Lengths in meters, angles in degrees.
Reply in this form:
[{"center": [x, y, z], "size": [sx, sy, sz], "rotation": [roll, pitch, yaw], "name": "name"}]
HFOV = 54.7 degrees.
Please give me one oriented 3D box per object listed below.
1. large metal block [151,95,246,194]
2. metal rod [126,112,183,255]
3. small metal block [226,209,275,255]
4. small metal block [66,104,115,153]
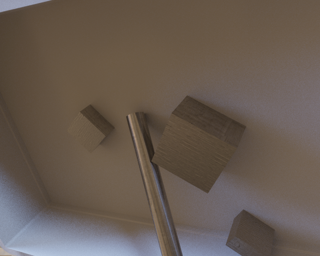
[{"center": [0.046, 0.020, 0.380], "size": [0.080, 0.050, 0.079], "rotation": [29, 128, 9], "name": "large metal block"}, {"center": [0.006, 0.124, 0.390], "size": [0.025, 0.025, 0.299], "rotation": [-23, 77, 36], "name": "metal rod"}, {"center": [0.123, 0.148, 0.419], "size": [0.050, 0.050, 0.025], "rotation": [33, 128, 6], "name": "small metal block"}, {"center": [-0.104, 0.002, 0.463], "size": [0.050, 0.025, 0.050], "rotation": [44, 129, -3], "name": "small metal block"}]
